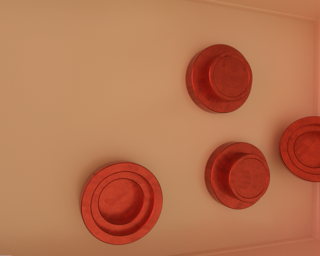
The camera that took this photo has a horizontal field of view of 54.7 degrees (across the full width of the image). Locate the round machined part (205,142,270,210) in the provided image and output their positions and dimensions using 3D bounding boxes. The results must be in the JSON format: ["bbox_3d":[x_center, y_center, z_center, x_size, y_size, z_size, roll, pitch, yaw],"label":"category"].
[{"bbox_3d":[0.118,0.069,0.447,0.099,0.042,0.097,0,90,-21],"label":"round machined part"}]

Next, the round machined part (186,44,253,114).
[{"bbox_3d":[0.090,-0.070,0.436,0.099,0.042,0.097,0,90,-21],"label":"round machined part"}]

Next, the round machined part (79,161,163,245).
[{"bbox_3d":[-0.050,0.089,0.384,0.099,0.042,0.097,0,90,-21],"label":"round machined part"}]

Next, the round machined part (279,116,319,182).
[{"bbox_3d":[0.234,0.034,0.473,0.098,0.042,0.098,-3,78,15],"label":"round machined part"}]
